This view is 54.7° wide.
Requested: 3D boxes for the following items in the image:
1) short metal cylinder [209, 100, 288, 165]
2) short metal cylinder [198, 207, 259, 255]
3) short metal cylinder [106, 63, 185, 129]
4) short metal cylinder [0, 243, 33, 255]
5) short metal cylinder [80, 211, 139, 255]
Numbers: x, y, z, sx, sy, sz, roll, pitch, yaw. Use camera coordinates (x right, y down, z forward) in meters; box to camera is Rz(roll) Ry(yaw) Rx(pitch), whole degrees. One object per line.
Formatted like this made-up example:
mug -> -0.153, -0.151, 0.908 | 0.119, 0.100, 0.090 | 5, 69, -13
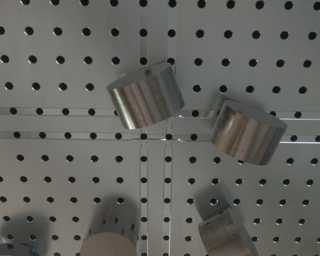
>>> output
short metal cylinder -> 0.109, 0.004, 0.386 | 0.080, 0.080, 0.050 | 17, 109, -7
short metal cylinder -> 0.098, 0.161, 0.444 | 0.050, 0.080, 0.080 | -33, 107, 11
short metal cylinder -> -0.017, -0.039, 0.369 | 0.080, 0.080, 0.050 | -19, 109, 7
short metal cylinder -> -0.233, 0.220, 0.463 | 0.081, 0.080, 0.050 | 9, 110, -4
short metal cylinder -> -0.073, 0.172, 0.463 | 0.081, 0.050, 0.079 | 0, 110, 0
